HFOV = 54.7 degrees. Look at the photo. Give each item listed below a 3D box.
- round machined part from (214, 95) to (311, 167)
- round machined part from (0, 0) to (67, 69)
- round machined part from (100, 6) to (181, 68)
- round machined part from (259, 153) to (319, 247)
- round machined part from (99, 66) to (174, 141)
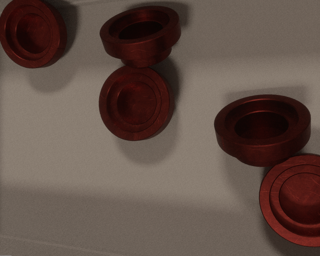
[{"bbox_3d":[0.112,0.006,0.342,0.098,0.098,0.042,-4,124,19],"label":"round machined part"},{"bbox_3d":[-0.180,-0.138,0.456,0.098,0.042,0.097,3,104,13],"label":"round machined part"},{"bbox_3d":[-0.022,-0.112,0.390,0.098,0.042,0.098,-7,44,7],"label":"round machined part"},{"bbox_3d":[0.162,0.076,0.344,0.098,0.042,0.097,0,90,19],"label":"round machined part"},{"bbox_3d":[-0.027,-0.032,0.410,0.098,0.042,0.097,0,90,19],"label":"round machined part"}]
